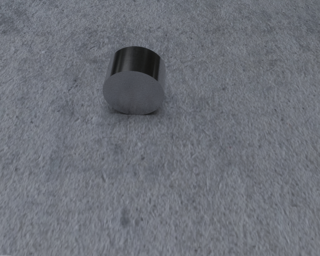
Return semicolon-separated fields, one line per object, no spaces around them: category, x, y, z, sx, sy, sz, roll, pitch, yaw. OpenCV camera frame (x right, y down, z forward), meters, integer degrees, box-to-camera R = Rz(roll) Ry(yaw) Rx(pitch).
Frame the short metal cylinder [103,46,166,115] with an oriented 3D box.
short metal cylinder;-0.033;-0.063;0.420;0.081;0.080;0.050;2;50;1
